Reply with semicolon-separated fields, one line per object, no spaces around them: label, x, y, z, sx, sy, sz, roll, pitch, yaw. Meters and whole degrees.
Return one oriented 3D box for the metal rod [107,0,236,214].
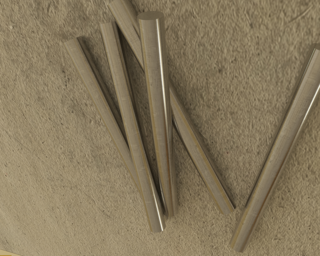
metal rod;0.023;-0.016;0.383;0.025;0.025;0.299;-18;109;35

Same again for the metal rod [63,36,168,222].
metal rod;-0.055;0.016;0.443;0.025;0.025;0.299;-11;113;32

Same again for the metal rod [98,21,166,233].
metal rod;-0.031;0.013;0.414;0.025;0.025;0.298;0;114;28

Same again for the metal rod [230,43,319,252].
metal rod;0.132;0.049;0.366;0.025;0.025;0.298;20;126;16

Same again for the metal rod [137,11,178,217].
metal rod;0.004;0.010;0.383;0.025;0.025;0.298;12;132;21
